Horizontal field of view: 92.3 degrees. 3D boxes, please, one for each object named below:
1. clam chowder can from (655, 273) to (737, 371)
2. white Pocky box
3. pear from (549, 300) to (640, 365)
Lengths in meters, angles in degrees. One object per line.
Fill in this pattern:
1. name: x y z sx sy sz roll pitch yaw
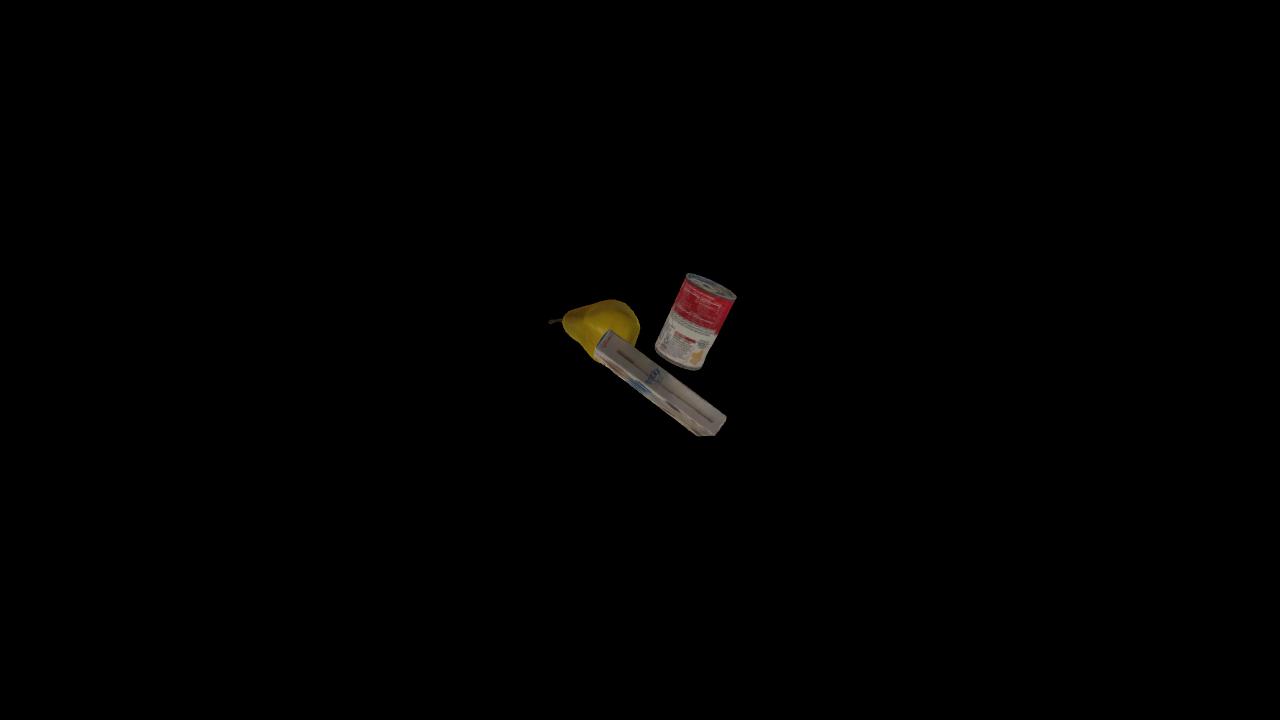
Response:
1. clam chowder can: 0.067 -0.047 0.760 0.068 0.102 0.068 22 19 -8
2. white Pocky box: 0.018 0.027 0.665 0.154 0.028 0.084 37 -9 -1
3. pear: -0.057 -0.043 0.757 0.111 0.080 0.080 26 5 11
